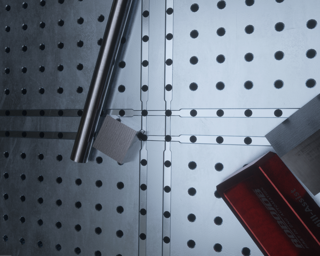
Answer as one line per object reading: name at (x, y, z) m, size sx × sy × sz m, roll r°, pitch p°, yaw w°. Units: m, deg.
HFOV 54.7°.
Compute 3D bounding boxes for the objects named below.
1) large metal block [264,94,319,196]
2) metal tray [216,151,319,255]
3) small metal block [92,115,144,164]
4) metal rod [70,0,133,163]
large metal block at (0.164, 0.012, 0.320) m, size 0.080 × 0.080 × 0.050 m, roll -41°, pitch 95°, yaw 15°
metal tray at (0.129, 0.099, 0.336) m, size 0.130 × 0.030 × 0.090 m, roll 54°, pitch 149°, yaw 11°
small metal block at (-0.058, 0.015, 0.432) m, size 0.050 × 0.025 × 0.050 m, roll 29°, pitch 99°, yaw 17°
metal rod at (-0.076, -0.095, 0.438) m, size 0.025 × 0.025 × 0.298 m, roll 19°, pitch 96°, yaw 18°
